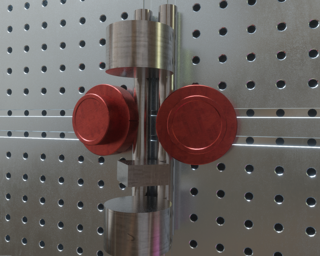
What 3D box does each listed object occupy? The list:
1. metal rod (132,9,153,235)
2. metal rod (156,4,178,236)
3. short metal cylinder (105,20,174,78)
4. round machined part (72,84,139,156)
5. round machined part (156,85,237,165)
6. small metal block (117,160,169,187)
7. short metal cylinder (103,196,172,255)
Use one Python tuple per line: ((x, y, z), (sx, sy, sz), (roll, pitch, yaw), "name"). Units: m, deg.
((-0.025, -0.008, 0.420), (0.025, 0.025, 0.298), (1, 90, 20), "metal rod")
((0.009, -0.009, 0.409), (0.025, 0.025, 0.298), (1, 90, 20), "metal rod")
((-0.024, -0.090, 0.368), (0.080, 0.080, 0.050), (1, 91, 20), "short metal cylinder")
((-0.080, -0.011, 0.418), (0.098, 0.042, 0.097), (0, 90, 34), "round machined part")
((0.044, -0.004, 0.374), (0.099, 0.042, 0.097), (0, 90, 5), "round machined part")
((-0.022, 0.055, 0.382), (0.050, 0.050, 0.025), (1, 90, -22), "small metal block")
((-0.026, 0.115, 0.370), (0.080, 0.080, 0.050), (1, 91, 20), "short metal cylinder")
